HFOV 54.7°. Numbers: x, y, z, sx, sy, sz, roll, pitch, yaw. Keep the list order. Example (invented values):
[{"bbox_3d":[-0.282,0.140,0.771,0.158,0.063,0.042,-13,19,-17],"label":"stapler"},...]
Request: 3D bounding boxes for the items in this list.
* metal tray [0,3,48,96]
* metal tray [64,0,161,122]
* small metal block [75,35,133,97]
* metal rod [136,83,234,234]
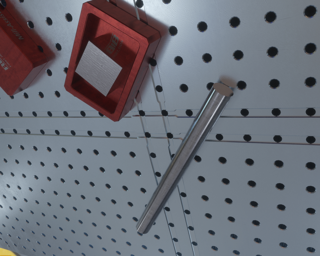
[{"bbox_3d":[-0.237,-0.122,0.454,0.090,0.030,0.130,-33,101,38],"label":"metal tray"},{"bbox_3d":[-0.065,-0.081,0.390,0.090,0.030,0.129,33,129,6],"label":"metal tray"},{"bbox_3d":[-0.070,-0.076,0.383,0.050,0.025,0.050,40,129,1],"label":"small metal block"},{"bbox_3d":[0.021,0.063,0.438,0.025,0.025,0.298,31,128,8],"label":"metal rod"}]
